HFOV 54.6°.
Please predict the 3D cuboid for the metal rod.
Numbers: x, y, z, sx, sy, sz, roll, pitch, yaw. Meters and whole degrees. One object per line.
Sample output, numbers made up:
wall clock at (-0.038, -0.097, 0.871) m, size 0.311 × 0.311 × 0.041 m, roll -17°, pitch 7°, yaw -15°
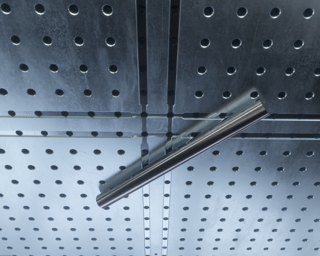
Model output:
metal rod at (0.018, 0.047, 0.451) m, size 0.299 × 0.025 × 0.025 m, roll -33°, pitch 123°, yaw 25°
